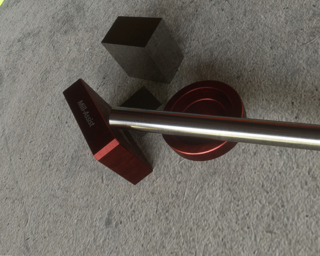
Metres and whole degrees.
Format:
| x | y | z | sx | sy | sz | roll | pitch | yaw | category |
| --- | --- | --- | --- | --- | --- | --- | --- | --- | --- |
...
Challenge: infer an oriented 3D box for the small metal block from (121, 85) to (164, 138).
| x | y | z | sx | sy | sz | roll | pitch | yaw | category |
| --- | --- | --- | --- | --- | --- | --- | --- | --- | --- |
| -0.024 | -0.023 | 0.431 | 0.050 | 0.025 | 0.050 | -41 | 51 | 0 | small metal block |

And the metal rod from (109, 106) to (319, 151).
| x | y | z | sx | sy | sz | roll | pitch | yaw | category |
| --- | --- | --- | --- | --- | --- | --- | --- | --- | --- |
| 0.094 | 0.003 | 0.305 | 0.301 | 0.025 | 0.025 | 6 | 64 | 14 | metal rod |

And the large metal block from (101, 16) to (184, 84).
| x | y | z | sx | sy | sz | roll | pitch | yaw | category |
| --- | --- | --- | --- | --- | --- | --- | --- | --- | --- |
| -0.023 | -0.113 | 0.450 | 0.080 | 0.080 | 0.050 | 16 | 70 | 34 | large metal block |

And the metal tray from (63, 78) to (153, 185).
| x | y | z | sx | sy | sz | roll | pitch | yaw | category |
| --- | --- | --- | --- | --- | --- | --- | --- | --- | --- |
| -0.067 | 0.003 | 0.395 | 0.030 | 0.090 | 0.130 | -39 | 51 | 3 | metal tray |

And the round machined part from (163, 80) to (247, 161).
| x | y | z | sx | sy | sz | roll | pitch | yaw | category |
| --- | --- | --- | --- | --- | --- | --- | --- | --- | --- |
| 0.054 | -0.005 | 0.368 | 0.098 | 0.042 | 0.098 | -13 | 56 | 21 | round machined part |
